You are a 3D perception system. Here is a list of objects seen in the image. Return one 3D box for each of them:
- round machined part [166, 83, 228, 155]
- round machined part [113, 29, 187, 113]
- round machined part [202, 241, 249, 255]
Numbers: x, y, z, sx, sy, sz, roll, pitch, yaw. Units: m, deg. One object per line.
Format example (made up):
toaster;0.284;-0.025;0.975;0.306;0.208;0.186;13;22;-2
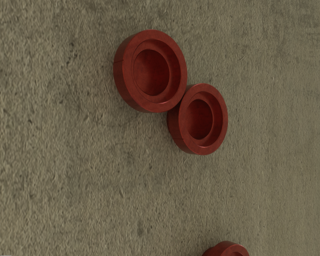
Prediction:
round machined part;0.048;-0.012;0.434;0.099;0.042;0.097;0;90;-40
round machined part;-0.016;-0.067;0.380;0.099;0.042;0.097;0;90;-40
round machined part;0.093;0.222;0.472;0.099;0.042;0.097;0;90;-40
